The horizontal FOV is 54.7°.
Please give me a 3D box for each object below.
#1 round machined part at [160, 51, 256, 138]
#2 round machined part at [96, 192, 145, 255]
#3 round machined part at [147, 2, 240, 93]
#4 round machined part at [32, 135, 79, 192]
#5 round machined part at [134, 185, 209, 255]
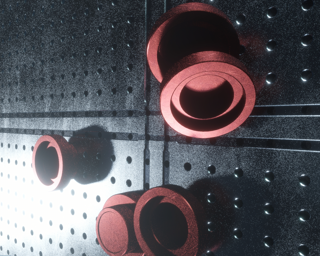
[{"bbox_3d":[0.049,-0.039,0.333,0.098,0.098,0.042,-45,28,30],"label":"round machined part"},{"bbox_3d":[-0.054,0.143,0.440,0.098,0.042,0.097,0,90,39],"label":"round machined part"},{"bbox_3d":[0.035,-0.090,0.344,0.098,0.098,0.042,-45,28,30],"label":"round machined part"},{"bbox_3d":[-0.180,0.060,0.543,0.098,0.042,0.097,0,90,39],"label":"round machined part"},{"bbox_3d":[0.018,0.118,0.382,0.098,0.042,0.097,0,90,38],"label":"round machined part"}]
